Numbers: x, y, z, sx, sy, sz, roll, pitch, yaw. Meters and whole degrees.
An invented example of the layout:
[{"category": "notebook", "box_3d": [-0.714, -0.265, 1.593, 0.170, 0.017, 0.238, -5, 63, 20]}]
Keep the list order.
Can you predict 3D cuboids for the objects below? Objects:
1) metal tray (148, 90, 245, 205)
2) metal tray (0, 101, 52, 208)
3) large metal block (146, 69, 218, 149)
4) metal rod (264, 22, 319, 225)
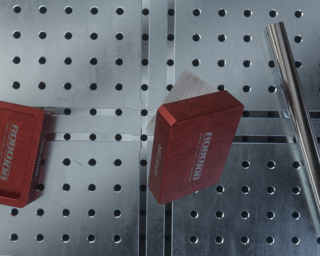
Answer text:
[{"category": "metal tray", "box_3d": [0.037, 0.025, 0.356, 0.091, 0.030, 0.129, -15, 135, -25]}, {"category": "metal tray", "box_3d": [-0.203, 0.031, 0.409, 0.091, 0.030, 0.129, 11, 90, 0]}, {"category": "large metal block", "box_3d": [0.027, -0.020, 0.386, 0.050, 0.080, 0.080, 33, 90, 0]}, {"category": "metal rod", "box_3d": [0.193, 0.007, 0.414, 0.025, 0.025, 0.298, -16, 90, 0]}]
